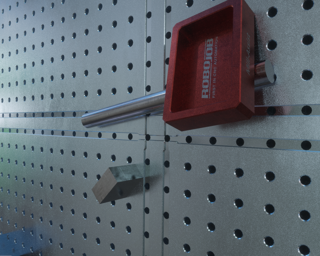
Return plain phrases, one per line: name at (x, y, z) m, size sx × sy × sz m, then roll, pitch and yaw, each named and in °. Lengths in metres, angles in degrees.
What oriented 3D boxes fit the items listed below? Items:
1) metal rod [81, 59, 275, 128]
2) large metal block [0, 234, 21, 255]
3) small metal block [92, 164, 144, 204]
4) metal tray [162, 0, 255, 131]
metal rod at (-0.003, -0.035, 0.409) m, size 0.300 × 0.025 × 0.025 m, roll -11°, pitch 83°, yaw 39°
large metal block at (-0.362, 0.283, 0.667) m, size 0.080 × 0.081 × 0.050 m, roll 28°, pitch 108°, yaw 36°
small metal block at (-0.060, 0.079, 0.440) m, size 0.050 × 0.050 × 0.025 m, roll -51°, pitch 60°, yaw 28°
metal tray at (0.052, -0.067, 0.333) m, size 0.090 × 0.030 × 0.130 m, roll -11°, pitch 63°, yaw 39°
